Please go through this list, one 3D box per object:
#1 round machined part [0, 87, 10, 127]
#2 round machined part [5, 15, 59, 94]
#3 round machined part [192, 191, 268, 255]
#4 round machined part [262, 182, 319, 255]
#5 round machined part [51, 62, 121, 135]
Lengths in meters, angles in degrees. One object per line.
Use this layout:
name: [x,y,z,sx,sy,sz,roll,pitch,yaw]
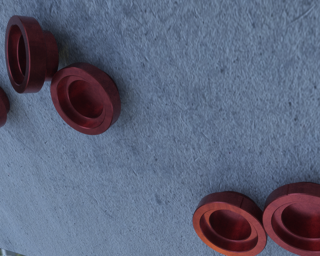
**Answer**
round machined part: [-0.298,-0.043,0.526,0.098,0.042,0.097,13,124,21]
round machined part: [-0.167,-0.095,0.408,0.098,0.042,0.097,11,105,48]
round machined part: [0.098,0.125,0.422,0.098,0.042,0.097,13,124,21]
round machined part: [0.175,0.103,0.367,0.098,0.042,0.097,13,124,21]
round machined part: [-0.095,-0.042,0.420,0.098,0.042,0.097,13,124,21]
